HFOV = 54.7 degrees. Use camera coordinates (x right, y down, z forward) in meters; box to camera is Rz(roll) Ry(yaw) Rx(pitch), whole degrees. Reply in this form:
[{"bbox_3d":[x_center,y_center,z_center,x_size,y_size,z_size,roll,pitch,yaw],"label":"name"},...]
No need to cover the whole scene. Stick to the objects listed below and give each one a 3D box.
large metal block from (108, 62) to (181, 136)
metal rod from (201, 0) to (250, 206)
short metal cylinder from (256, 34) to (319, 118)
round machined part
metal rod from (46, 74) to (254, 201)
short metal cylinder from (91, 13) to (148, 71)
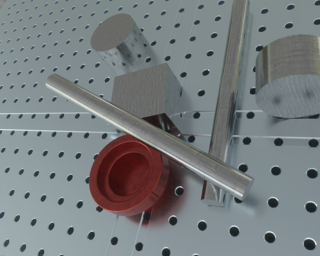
[{"bbox_3d":[-0.019,-0.033,0.423,0.080,0.050,0.080,-11,57,22],"label":"large metal block"},{"bbox_3d":[0.088,-0.052,0.393,0.025,0.025,0.300,-1,61,28],"label":"metal rod"},{"bbox_3d":[0.144,-0.052,0.329,0.080,0.080,0.050,-5,60,25],"label":"short metal cylinder"},{"bbox_3d":[-0.033,0.059,0.379,0.098,0.042,0.098,-13,56,21],"label":"round machined part"},{"bbox_3d":[-0.033,-0.003,0.367,0.300,0.025,0.025,28,77,28],"label":"metal rod"},{"bbox_3d":[-0.067,-0.142,0.515,0.080,0.050,0.080,-13,56,21],"label":"short metal cylinder"}]
